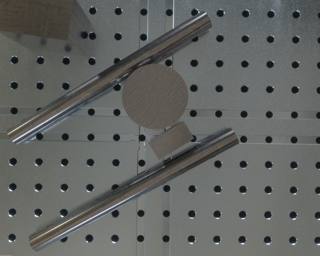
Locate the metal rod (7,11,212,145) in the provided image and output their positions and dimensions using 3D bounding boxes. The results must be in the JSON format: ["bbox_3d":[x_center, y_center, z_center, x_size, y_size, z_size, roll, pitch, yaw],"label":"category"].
[{"bbox_3d":[-0.066,-0.067,0.412,0.301,0.025,0.025,-31,90,-1],"label":"metal rod"}]

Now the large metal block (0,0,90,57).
[{"bbox_3d":[-0.139,-0.128,0.384,0.081,0.080,0.050,8,90,-1],"label":"large metal block"}]

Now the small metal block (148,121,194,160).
[{"bbox_3d":[0.014,0.015,0.401,0.050,0.050,0.025,-32,90,0],"label":"small metal block"}]

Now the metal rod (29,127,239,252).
[{"bbox_3d":[-0.033,0.081,0.413,0.301,0.025,0.025,-28,90,-1],"label":"metal rod"}]

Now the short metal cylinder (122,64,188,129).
[{"bbox_3d":[-0.006,-0.038,0.401,0.081,0.050,0.079,0,90,-1],"label":"short metal cylinder"}]
